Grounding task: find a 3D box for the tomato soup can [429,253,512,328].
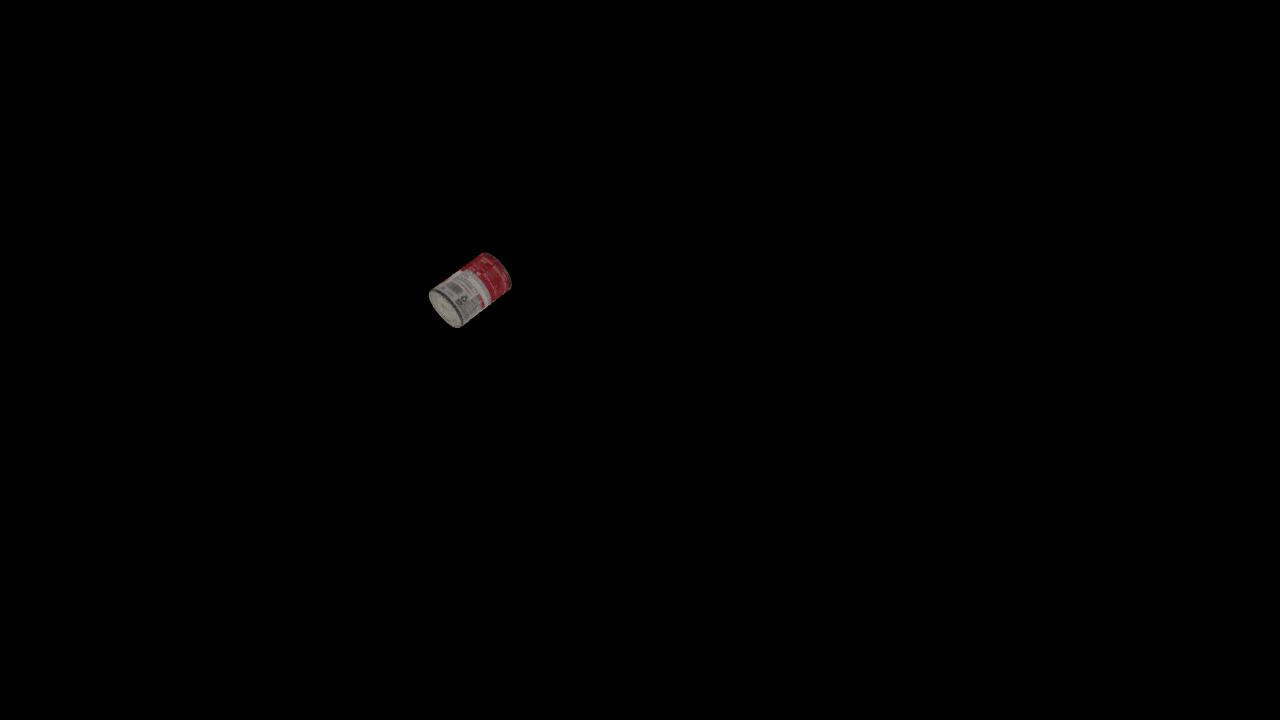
[{"bbox_3d":[-0.246,-0.101,0.893,0.068,0.068,0.101,0,38,50],"label":"tomato soup can"}]
